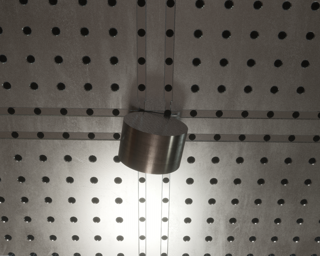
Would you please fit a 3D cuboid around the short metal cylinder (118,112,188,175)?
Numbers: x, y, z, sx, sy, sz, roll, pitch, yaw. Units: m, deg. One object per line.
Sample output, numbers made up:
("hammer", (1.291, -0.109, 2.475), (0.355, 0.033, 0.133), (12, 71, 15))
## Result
("short metal cylinder", (-0.009, 0.017, 0.390), (0.081, 0.080, 0.050), (9, 110, -4))
